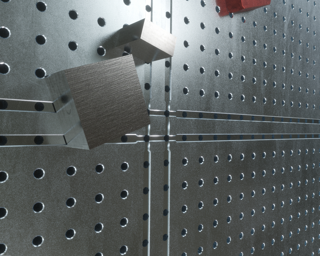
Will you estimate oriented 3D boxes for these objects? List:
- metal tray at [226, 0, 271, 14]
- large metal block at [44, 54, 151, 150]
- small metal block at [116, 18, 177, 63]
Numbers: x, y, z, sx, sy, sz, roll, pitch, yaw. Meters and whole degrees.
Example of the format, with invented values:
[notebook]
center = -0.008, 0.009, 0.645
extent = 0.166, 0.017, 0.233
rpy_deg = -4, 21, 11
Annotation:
[metal tray]
center = 0.141, -0.268, 0.523
extent = 0.091, 0.030, 0.129
rpy_deg = -25, 106, -37
[large metal block]
center = -0.066, -0.029, 0.338
extent = 0.081, 0.050, 0.080
rpy_deg = -24, 105, -37
[small metal block]
center = -0.016, -0.105, 0.379
extent = 0.050, 0.050, 0.025
rpy_deg = 19, 78, -39
